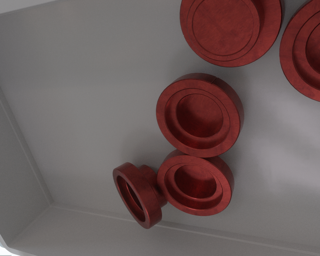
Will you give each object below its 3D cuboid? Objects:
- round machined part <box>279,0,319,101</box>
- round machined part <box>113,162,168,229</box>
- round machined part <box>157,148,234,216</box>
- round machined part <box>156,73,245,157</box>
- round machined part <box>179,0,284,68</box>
[{"bbox_3d":[0.158,-0.073,0.269,0.098,0.042,0.097,13,124,21],"label":"round machined part"},{"bbox_3d":[-0.025,0.092,0.450,0.098,0.042,0.097,43,149,35],"label":"round machined part"},{"bbox_3d":[0.049,0.066,0.410,0.098,0.042,0.097,11,123,18],"label":"round machined part"},{"bbox_3d":[0.049,-0.018,0.360,0.098,0.042,0.097,12,122,21],"label":"round machined part"},{"bbox_3d":[0.064,-0.103,0.296,0.098,0.042,0.097,14,128,19],"label":"round machined part"}]
